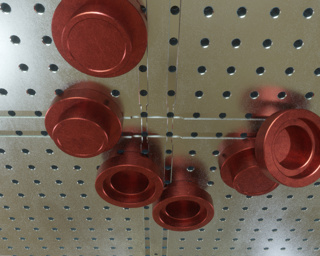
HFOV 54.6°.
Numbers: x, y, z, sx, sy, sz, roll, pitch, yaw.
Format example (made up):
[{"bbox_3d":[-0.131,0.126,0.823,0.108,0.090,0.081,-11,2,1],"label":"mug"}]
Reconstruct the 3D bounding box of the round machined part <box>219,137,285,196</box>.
[{"bbox_3d":[0.138,0.063,0.455,0.099,0.042,0.097,0,130,0],"label":"round machined part"}]

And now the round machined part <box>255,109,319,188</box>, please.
[{"bbox_3d":[0.166,0.025,0.401,0.099,0.042,0.097,0,91,-14],"label":"round machined part"}]

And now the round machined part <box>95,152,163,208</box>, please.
[{"bbox_3d":[-0.044,0.073,0.462,0.099,0.042,0.097,0,130,0],"label":"round machined part"}]

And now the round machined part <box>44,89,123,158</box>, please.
[{"bbox_3d":[-0.099,0.001,0.400,0.099,0.042,0.097,0,130,0],"label":"round machined part"}]

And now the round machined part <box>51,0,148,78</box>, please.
[{"bbox_3d":[-0.062,-0.093,0.321,0.099,0.042,0.097,0,130,0],"label":"round machined part"}]

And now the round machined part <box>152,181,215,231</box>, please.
[{"bbox_3d":[0.037,0.124,0.506,0.099,0.042,0.097,0,130,0],"label":"round machined part"}]
